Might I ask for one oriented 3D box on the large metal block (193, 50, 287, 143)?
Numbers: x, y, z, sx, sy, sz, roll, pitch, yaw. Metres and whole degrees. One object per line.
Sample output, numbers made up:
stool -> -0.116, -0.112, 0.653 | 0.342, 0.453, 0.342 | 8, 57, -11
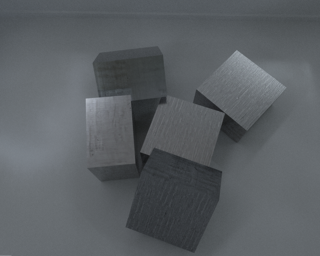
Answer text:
large metal block -> 0.102, -0.041, 0.411 | 0.080, 0.050, 0.080 | 42, 75, 13

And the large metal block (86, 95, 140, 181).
large metal block -> -0.055, 0.015, 0.373 | 0.050, 0.080, 0.080 | -5, 70, -2

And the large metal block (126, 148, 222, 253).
large metal block -> 0.015, 0.079, 0.343 | 0.080, 0.079, 0.050 | 19, 29, 5

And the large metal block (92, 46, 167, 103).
large metal block -> -0.037, -0.070, 0.398 | 0.081, 0.080, 0.050 | -7, 112, -2

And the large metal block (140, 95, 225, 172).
large metal block -> 0.028, 0.013, 0.391 | 0.080, 0.050, 0.080 | 18, 71, 6
